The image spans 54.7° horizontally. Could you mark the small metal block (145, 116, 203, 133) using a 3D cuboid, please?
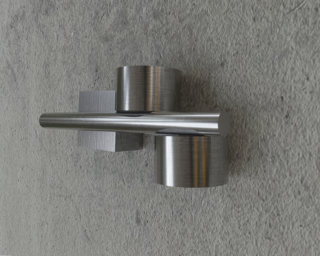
[{"bbox_3d":[0.017,-0.005,0.373,0.050,0.050,0.025,2,91,39],"label":"small metal block"}]

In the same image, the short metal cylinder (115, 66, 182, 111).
[{"bbox_3d":[-0.014,-0.045,0.382,0.080,0.081,0.050,3,92,39],"label":"short metal cylinder"}]

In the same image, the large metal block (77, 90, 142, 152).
[{"bbox_3d":[-0.071,-0.011,0.443,0.080,0.050,0.079,4,93,39],"label":"large metal block"}]

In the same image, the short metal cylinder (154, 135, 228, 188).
[{"bbox_3d":[0.034,0.033,0.340,0.080,0.081,0.050,0,90,39],"label":"short metal cylinder"}]

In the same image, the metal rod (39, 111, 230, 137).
[{"bbox_3d":[-0.057,-0.008,0.385,0.300,0.025,0.025,2,91,38],"label":"metal rod"}]
